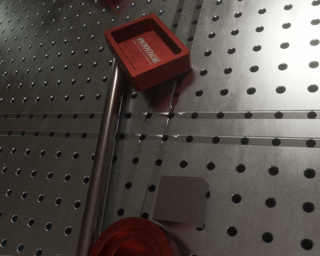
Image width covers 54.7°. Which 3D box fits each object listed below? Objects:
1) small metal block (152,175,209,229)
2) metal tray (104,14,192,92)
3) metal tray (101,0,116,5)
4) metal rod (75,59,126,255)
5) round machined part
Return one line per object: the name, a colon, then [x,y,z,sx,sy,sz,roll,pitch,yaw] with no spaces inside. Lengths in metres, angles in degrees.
small metal block: [0.024,0.082,0.345,0.050,0.025,0.050,-2,61,27]
metal tray: [-0.021,-0.119,0.471,0.091,0.030,0.130,-25,51,-10]
metal tray: [-0.113,-0.319,0.657,0.090,0.030,0.130,-46,52,-5]
metal rod: [-0.075,0.021,0.433,0.025,0.025,0.299,-9,58,23]
round machined part: [-0.024,0.146,0.319,0.098,0.042,0.098,-13,56,20]
